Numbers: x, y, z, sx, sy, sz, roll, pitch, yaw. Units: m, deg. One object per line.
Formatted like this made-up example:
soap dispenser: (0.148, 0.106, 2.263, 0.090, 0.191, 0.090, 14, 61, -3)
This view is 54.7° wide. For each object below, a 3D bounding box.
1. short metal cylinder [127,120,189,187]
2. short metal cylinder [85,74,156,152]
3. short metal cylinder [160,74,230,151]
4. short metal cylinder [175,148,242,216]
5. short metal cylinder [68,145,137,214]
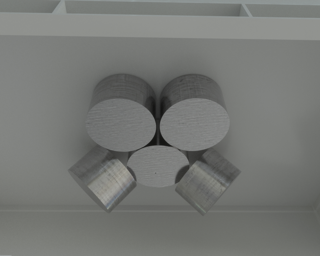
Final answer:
short metal cylinder: (-0.002, 0.035, 0.418, 0.081, 0.050, 0.079, 0, 130, 0)
short metal cylinder: (-0.045, -0.017, 0.374, 0.081, 0.050, 0.079, 0, 130, 0)
short metal cylinder: (0.040, -0.018, 0.376, 0.081, 0.050, 0.079, 0, 130, 0)
short metal cylinder: (0.066, 0.074, 0.427, 0.050, 0.081, 0.079, 40, 129, 18)
short metal cylinder: (-0.078, 0.069, 0.421, 0.050, 0.080, 0.080, -44, 132, -22)
